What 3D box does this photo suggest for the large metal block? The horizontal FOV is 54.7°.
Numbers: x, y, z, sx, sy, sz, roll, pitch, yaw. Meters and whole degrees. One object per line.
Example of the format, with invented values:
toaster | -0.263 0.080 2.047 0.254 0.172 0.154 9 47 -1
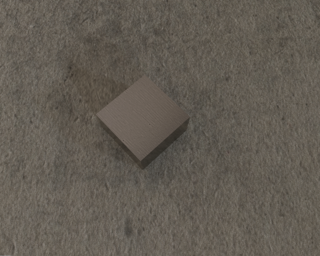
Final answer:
large metal block | -0.021 -0.007 0.397 0.080 0.050 0.080 -42 76 -14
